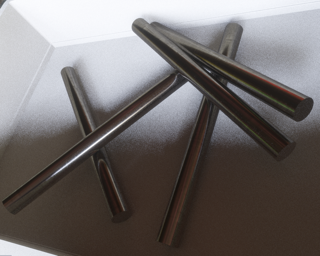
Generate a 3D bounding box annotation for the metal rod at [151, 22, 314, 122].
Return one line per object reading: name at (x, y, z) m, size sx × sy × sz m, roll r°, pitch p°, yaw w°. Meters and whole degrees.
metal rod at (0.061, -0.089, 0.395) m, size 0.025 × 0.025 × 0.300 m, roll -43°, pitch 42°, yaw -2°

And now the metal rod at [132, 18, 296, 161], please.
metal rod at (0.044, -0.068, 0.388) m, size 0.025 × 0.025 × 0.300 m, roll -41°, pitch 53°, yaw 0°

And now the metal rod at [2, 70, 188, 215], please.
metal rod at (-0.070, 0.006, 0.409) m, size 0.301 × 0.025 × 0.025 m, roll -38°, pitch 51°, yaw -10°

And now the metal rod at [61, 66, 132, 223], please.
metal rod at (-0.104, 0.003, 0.456) m, size 0.025 × 0.025 × 0.300 m, roll -34°, pitch 52°, yaw 5°

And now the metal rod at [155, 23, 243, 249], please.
metal rod at (0.056, -0.008, 0.380) m, size 0.025 × 0.025 × 0.300 m, roll 7°, pitch 65°, yaw 31°
